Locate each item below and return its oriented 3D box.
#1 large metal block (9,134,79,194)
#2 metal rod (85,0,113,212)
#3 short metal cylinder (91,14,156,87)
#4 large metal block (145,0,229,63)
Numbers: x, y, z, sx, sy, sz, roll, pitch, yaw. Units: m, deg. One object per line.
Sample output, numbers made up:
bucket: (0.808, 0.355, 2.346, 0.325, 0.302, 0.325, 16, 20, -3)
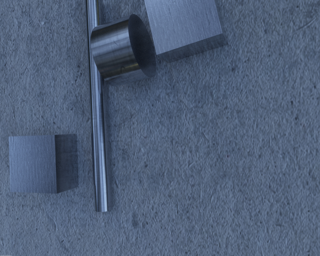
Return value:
large metal block: (-0.170, 0.050, 0.456, 0.080, 0.050, 0.080, -2, 89, 20)
metal rod: (-0.087, -0.034, 0.439, 0.025, 0.025, 0.298, -3, 89, 20)
short metal cylinder: (-0.044, -0.098, 0.395, 0.050, 0.080, 0.080, -12, 86, 20)
large metal block: (0.033, -0.135, 0.384, 0.080, 0.050, 0.080, -14, 85, 19)
